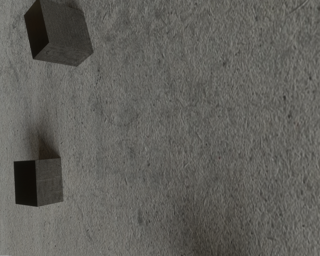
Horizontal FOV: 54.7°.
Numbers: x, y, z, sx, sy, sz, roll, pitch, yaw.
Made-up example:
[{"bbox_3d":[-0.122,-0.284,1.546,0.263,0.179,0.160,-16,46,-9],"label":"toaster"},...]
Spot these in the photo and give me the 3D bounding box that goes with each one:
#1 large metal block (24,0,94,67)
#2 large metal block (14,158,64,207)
[{"bbox_3d":[-0.164,-0.153,0.505,0.050,0.081,0.080,-27,73,37],"label":"large metal block"},{"bbox_3d":[-0.227,0.099,0.576,0.080,0.050,0.080,-7,86,40],"label":"large metal block"}]
